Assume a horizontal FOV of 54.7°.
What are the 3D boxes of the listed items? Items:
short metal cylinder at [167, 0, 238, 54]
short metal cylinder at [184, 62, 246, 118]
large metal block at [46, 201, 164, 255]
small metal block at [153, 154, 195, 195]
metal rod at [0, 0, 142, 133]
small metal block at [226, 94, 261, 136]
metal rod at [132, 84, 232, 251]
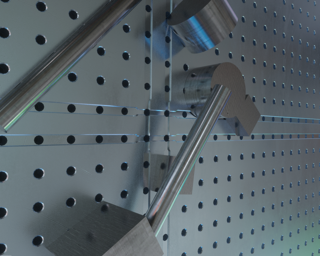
[{"bbox_3d":[0.057,-0.148,0.421,0.050,0.080,0.080,46,63,-31],"label":"short metal cylinder"},{"bbox_3d":[0.083,-0.054,0.462,0.081,0.050,0.080,0,91,-40],"label":"short metal cylinder"},{"bbox_3d":[-0.058,0.129,0.325,0.081,0.080,0.050,-35,112,-34],"label":"large metal block"},{"bbox_3d":[0.020,0.064,0.426,0.050,0.025,0.050,11,83,-39],"label":"small metal block"},{"bbox_3d":[-0.071,-0.113,0.349,0.025,0.025,0.301,51,60,-28],"label":"metal rod"},{"bbox_3d":[0.141,-0.021,0.527,0.050,0.025,0.050,51,60,-28],"label":"small metal block"},{"bbox_3d":[0.012,0.078,0.385,0.025,0.025,0.300,36,78,-35],"label":"metal rod"}]
